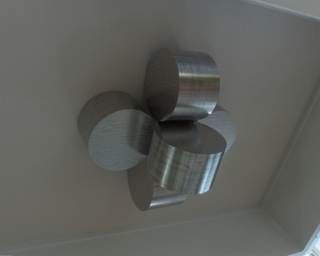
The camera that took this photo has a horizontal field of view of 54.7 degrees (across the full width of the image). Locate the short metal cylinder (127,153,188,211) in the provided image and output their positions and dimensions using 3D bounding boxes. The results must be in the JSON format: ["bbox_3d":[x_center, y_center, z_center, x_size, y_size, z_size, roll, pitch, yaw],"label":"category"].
[{"bbox_3d":[-0.004,0.065,0.408,0.050,0.080,0.079,-2,120,-28],"label":"short metal cylinder"}]

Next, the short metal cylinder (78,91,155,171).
[{"bbox_3d":[-0.050,0.003,0.364,0.081,0.050,0.079,-14,124,-21],"label":"short metal cylinder"}]

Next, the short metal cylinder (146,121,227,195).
[{"bbox_3d":[0.028,0.029,0.347,0.081,0.080,0.050,-1,119,-28],"label":"short metal cylinder"}]

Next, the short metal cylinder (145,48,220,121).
[{"bbox_3d":[0.023,-0.048,0.353,0.050,0.080,0.079,-2,120,-28],"label":"short metal cylinder"}]

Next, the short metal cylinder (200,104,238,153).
[{"bbox_3d":[0.057,0.001,0.421,0.081,0.050,0.079,-14,124,-21],"label":"short metal cylinder"}]
